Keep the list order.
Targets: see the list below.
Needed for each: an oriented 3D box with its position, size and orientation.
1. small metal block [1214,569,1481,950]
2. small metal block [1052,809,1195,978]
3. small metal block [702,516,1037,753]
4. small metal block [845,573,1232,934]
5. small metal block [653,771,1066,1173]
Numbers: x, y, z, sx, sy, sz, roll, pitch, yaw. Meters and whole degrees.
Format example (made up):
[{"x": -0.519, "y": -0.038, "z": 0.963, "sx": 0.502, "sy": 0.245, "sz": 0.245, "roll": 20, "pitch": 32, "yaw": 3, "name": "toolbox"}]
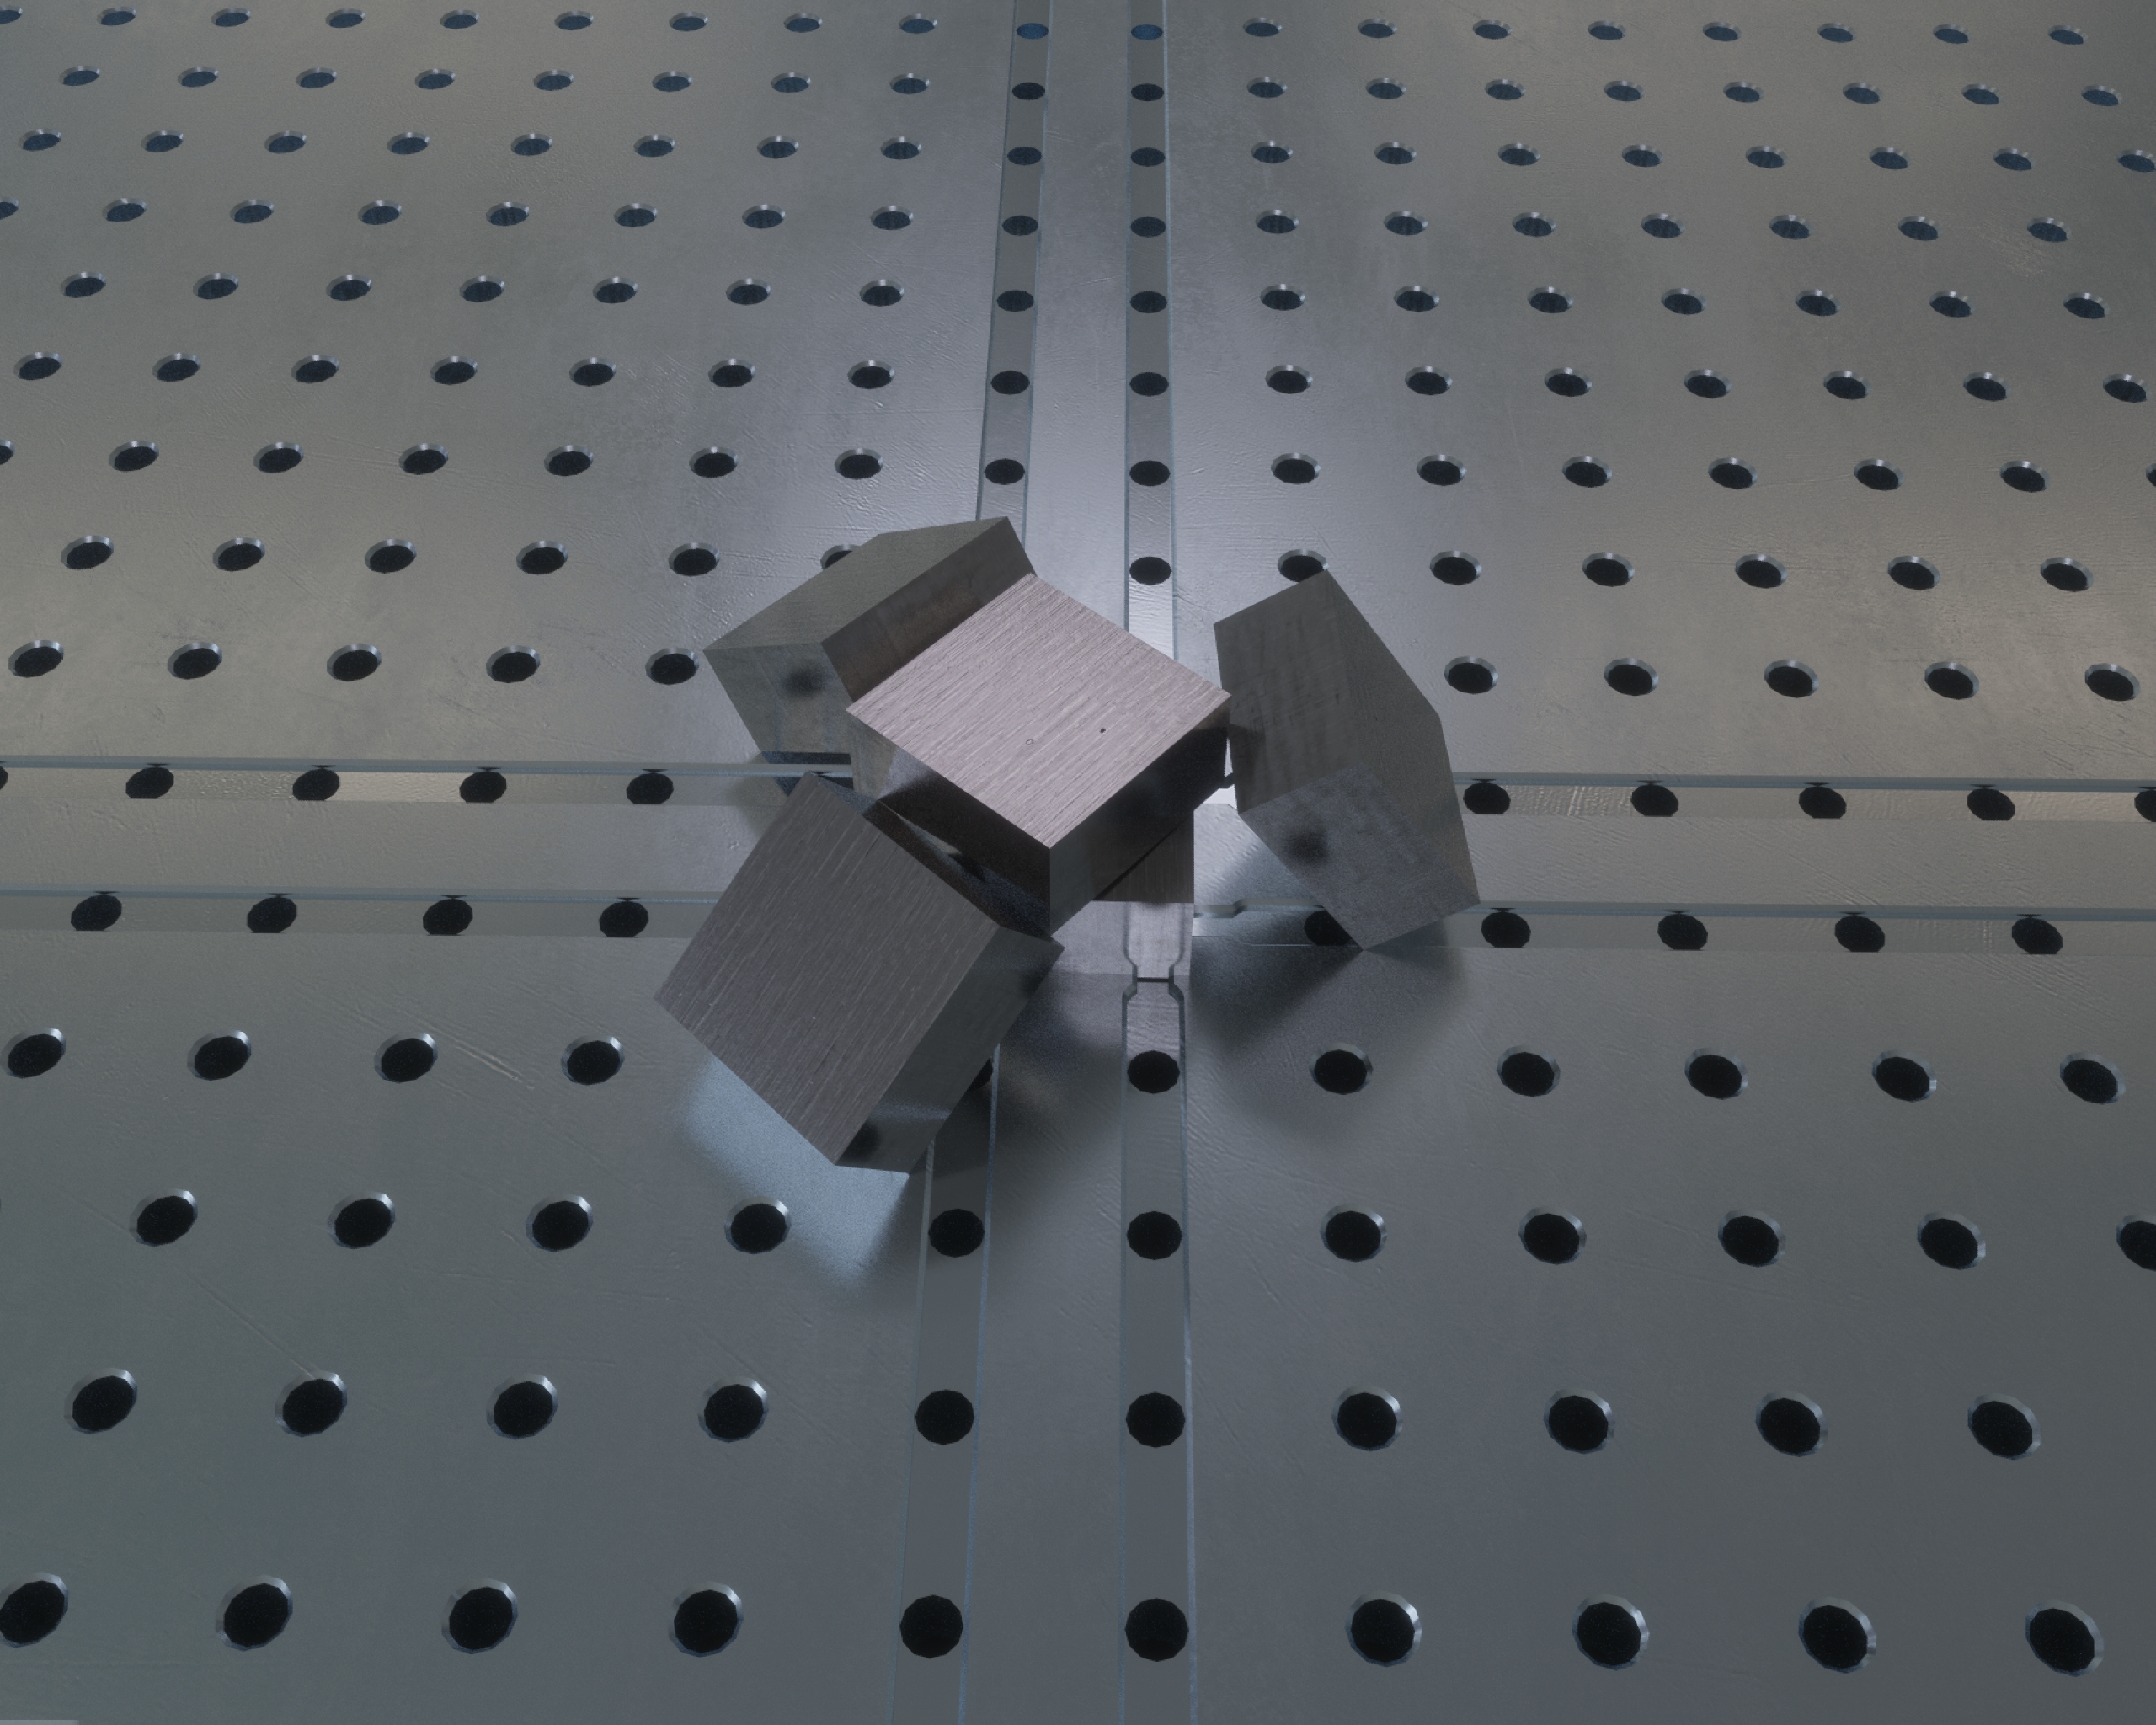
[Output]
[{"x": 0.052, "y": -0.019, "z": 0.405, "sx": 0.025, "sy": 0.050, "sz": 0.050, "roll": -24, "pitch": 46, "yaw": 23, "name": "small metal block"}, {"x": -0.003, "y": -0.005, "z": 0.412, "sx": 0.050, "sy": 0.025, "sz": 0.050, "roll": 1, "pitch": 53, "yaw": 1, "name": "small metal block"}, {"x": -0.041, "y": -0.046, "z": 0.431, "sx": 0.050, "sy": 0.025, "sz": 0.050, "roll": -39, "pitch": 24, "yaw": -28, "name": "small metal block"}, {"x": -0.007, "y": -0.021, "z": 0.393, "sx": 0.050, "sy": 0.025, "sz": 0.050, "roll": 34, "pitch": 57, "yaw": 25, "name": "small metal block"}, {"x": -0.039, "y": 0.020, "z": 0.374, "sx": 0.050, "sy": 0.025, "sz": 0.050, "roll": 37, "pitch": 96, "yaw": 27, "name": "small metal block"}]
